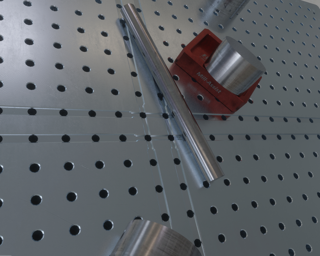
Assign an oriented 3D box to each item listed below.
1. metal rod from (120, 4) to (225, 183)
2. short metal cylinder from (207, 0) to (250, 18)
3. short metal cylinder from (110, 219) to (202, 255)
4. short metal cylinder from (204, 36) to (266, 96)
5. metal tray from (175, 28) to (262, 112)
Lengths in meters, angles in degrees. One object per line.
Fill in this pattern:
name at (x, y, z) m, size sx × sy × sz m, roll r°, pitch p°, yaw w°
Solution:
metal rod at (0.011, -0.061, 0.450) m, size 0.025 × 0.025 × 0.299 m, roll -14°, pitch 69°, yaw -34°
short metal cylinder at (0.143, -0.274, 0.636) m, size 0.081 × 0.050 × 0.080 m, roll 14°, pitch 56°, yaw -21°
short metal cylinder at (-0.007, 0.131, 0.289) m, size 0.080 × 0.080 × 0.050 m, roll 35°, pitch 51°, yaw -5°
short metal cylinder at (0.116, -0.096, 0.480) m, size 0.080 × 0.050 × 0.080 m, roll 29°, pitch 32°, yaw -20°
metal tray at (0.100, -0.099, 0.518) m, size 0.130 × 0.030 × 0.090 m, roll 41°, pitch 51°, yaw -1°
